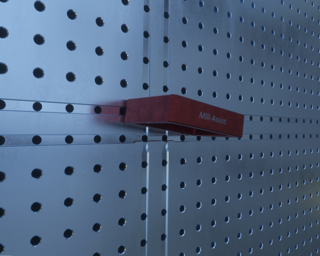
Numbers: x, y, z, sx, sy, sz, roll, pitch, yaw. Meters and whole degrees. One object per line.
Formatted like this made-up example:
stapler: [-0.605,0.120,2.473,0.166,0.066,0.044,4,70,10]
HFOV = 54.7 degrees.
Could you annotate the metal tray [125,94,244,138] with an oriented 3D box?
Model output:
metal tray: [0.033,-0.012,0.396,0.131,0.090,0.030,11,83,-40]
